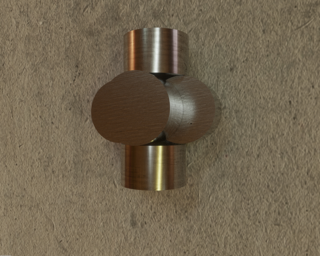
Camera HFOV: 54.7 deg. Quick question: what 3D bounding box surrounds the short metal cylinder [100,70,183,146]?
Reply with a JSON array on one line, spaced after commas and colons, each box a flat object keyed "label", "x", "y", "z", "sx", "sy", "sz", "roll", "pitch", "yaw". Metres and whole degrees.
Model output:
[{"label": "short metal cylinder", "x": -0.019, "y": -0.021, "z": 0.349, "sx": 0.080, "sy": 0.050, "sz": 0.079, "roll": 0, "pitch": 90, "yaw": 19}]

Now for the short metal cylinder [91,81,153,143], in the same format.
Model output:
[{"label": "short metal cylinder", "x": -0.043, "y": -0.021, "z": 0.411, "sx": 0.080, "sy": 0.050, "sz": 0.079, "roll": 0, "pitch": 90, "yaw": 19}]

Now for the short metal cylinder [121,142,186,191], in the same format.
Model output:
[{"label": "short metal cylinder", "x": -0.008, "y": 0.044, "z": 0.383, "sx": 0.080, "sy": 0.080, "sz": 0.050, "roll": 0, "pitch": 90, "yaw": 19}]

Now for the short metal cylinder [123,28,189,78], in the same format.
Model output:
[{"label": "short metal cylinder", "x": -0.005, "y": -0.086, "z": 0.382, "sx": 0.080, "sy": 0.080, "sz": 0.050, "roll": 0, "pitch": 90, "yaw": 19}]

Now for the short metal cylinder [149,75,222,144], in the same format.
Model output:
[{"label": "short metal cylinder", "x": 0.033, "y": -0.022, "z": 0.385, "sx": 0.080, "sy": 0.050, "sz": 0.079, "roll": 0, "pitch": 90, "yaw": 19}]
